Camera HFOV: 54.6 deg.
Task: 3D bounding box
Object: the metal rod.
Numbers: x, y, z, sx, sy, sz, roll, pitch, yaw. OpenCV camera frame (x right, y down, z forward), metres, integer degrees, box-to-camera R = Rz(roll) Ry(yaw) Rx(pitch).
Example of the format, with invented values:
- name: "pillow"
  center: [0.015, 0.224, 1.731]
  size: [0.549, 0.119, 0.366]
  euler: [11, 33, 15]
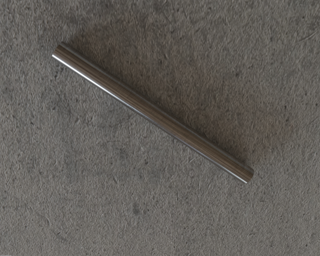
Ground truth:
- name: "metal rod"
  center: [0.000, -0.014, 0.404]
  size: [0.301, 0.025, 0.025]
  euler: [33, 107, -12]
